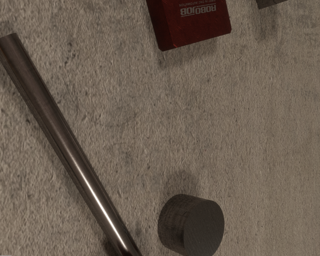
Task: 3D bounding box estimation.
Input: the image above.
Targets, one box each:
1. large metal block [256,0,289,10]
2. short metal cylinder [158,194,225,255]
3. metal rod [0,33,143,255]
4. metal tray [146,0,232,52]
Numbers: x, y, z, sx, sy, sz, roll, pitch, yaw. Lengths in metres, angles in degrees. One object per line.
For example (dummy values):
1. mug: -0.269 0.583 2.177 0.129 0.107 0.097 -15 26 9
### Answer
1. large metal block: 0.226 -0.264 0.561 0.080 0.080 0.050 -41 116 -32
2. short metal cylinder: 0.044 0.135 0.428 0.081 0.050 0.079 0 90 -40
3. metal rod: -0.086 0.046 0.334 0.025 0.025 0.299 -38 114 -34
4. metal tray: 0.044 -0.167 0.441 0.131 0.030 0.089 -26 106 -37
